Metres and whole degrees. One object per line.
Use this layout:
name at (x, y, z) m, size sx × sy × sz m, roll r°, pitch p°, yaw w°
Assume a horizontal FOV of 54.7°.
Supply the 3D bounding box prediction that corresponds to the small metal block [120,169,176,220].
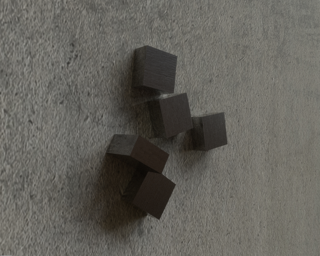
small metal block at (-0.014, 0.081, 0.393) m, size 0.050 × 0.025 × 0.050 m, roll 42°, pitch 65°, yaw -32°

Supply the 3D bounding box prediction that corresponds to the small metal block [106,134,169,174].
small metal block at (-0.027, 0.030, 0.366) m, size 0.050 × 0.050 × 0.025 m, roll 35°, pitch 68°, yaw -35°

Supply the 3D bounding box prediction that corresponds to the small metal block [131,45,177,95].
small metal block at (-0.007, -0.073, 0.398) m, size 0.050 × 0.025 × 0.050 m, roll 9°, pitch 84°, yaw -40°

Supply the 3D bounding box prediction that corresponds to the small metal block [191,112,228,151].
small metal block at (0.073, 0.004, 0.466) m, size 0.050 × 0.025 × 0.050 m, roll -12°, pitch 98°, yaw -39°

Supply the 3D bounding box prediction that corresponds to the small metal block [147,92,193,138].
small metal block at (0.014, -0.017, 0.416) m, size 0.050 × 0.025 × 0.050 m, roll -20°, pitch 103°, yaw -38°
